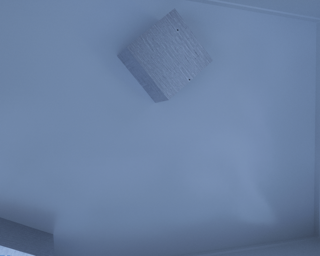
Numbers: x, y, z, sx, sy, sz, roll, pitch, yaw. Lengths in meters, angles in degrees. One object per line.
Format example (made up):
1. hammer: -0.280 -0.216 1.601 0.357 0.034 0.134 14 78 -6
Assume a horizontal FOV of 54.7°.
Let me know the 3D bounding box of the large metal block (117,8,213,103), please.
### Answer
1. large metal block: 0.006 -0.090 0.399 0.080 0.050 0.080 -43 104 -15

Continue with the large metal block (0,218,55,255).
1. large metal block: -0.160 0.135 0.322 0.080 0.080 0.050 26 82 -18
